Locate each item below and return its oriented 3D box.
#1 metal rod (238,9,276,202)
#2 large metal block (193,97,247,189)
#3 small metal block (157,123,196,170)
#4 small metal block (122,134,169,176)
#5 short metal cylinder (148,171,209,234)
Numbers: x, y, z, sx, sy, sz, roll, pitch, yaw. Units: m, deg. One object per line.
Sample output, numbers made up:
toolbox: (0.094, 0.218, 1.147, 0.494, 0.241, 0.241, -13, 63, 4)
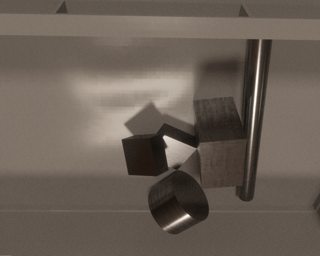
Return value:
metal rod: (0.122, -0.003, 0.408, 0.025, 0.025, 0.298, -6, 130, 4)
large metal block: (0.072, 0.018, 0.390, 0.050, 0.080, 0.080, -5, 130, 3)
small metal block: (0.015, 0.027, 0.432, 0.050, 0.025, 0.050, 23, 126, -19)
small metal block: (-0.020, 0.036, 0.412, 0.050, 0.025, 0.050, -5, 99, 39)
short metal cylinder: (0.029, 0.113, 0.470, 0.080, 0.080, 0.050, 36, 121, -27)
